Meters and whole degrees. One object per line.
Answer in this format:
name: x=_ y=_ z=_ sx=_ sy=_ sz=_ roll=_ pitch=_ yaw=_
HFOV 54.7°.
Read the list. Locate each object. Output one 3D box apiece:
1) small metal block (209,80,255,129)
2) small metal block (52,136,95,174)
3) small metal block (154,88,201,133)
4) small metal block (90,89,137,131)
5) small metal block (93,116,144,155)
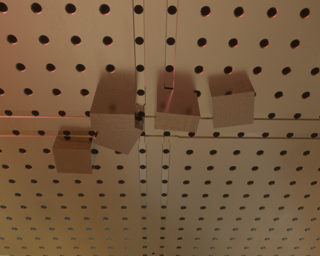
small metal block: x=0.090 y=-0.029 z=0.388 sx=0.050 sy=0.025 sz=0.050 roll=-7 pitch=130 yaw=6
small metal block: x=-0.122 y=0.039 z=0.443 sx=0.050 sy=0.025 sz=0.050 roll=3 pitch=130 yaw=-3
small metal block: x=0.020 y=-0.022 z=0.377 sx=0.050 sy=0.050 sz=0.025 roll=5 pitch=130 yaw=-5
small metal block: x=-0.055 y=-0.022 z=0.375 sx=0.050 sy=0.050 sz=0.025 roll=2 pitch=130 yaw=-2
small metal block: x=-0.055 y=0.004 z=0.414 sx=0.050 sy=0.025 sz=0.050 roll=21 pitch=127 yaw=-17
